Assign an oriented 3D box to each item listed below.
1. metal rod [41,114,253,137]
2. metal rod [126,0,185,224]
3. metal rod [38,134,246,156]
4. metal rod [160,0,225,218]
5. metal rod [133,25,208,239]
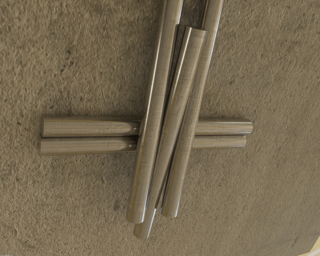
[{"bbox_3d":[0.004,-0.002,0.411,0.303,0.025,0.025,0,119,-29],"label":"metal rod"},{"bbox_3d":[-0.008,-0.020,0.366,0.025,0.025,0.298,0,110,-29],"label":"metal rod"},{"bbox_3d":[-0.003,0.019,0.421,0.303,0.025,0.025,0,119,-29],"label":"metal rod"},{"bbox_3d":[0.038,-0.020,0.390,0.025,0.025,0.298,0,110,-29],"label":"metal rod"},{"bbox_3d":[0.006,0.023,0.394,0.025,0.025,0.298,0,118,-29],"label":"metal rod"}]
